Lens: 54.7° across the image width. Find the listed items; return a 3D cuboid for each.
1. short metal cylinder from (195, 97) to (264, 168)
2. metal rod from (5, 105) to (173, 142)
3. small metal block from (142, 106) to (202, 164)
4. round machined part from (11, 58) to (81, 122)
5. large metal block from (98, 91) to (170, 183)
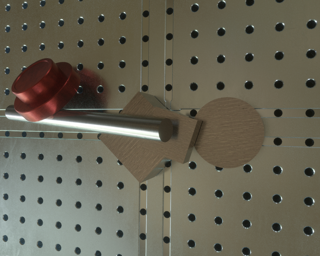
[{"bbox_3d":[0.083,0.005,0.370,0.080,0.050,0.079,0,90,19],"label":"short metal cylinder"},{"bbox_3d":[-0.114,-0.011,0.405,0.300,0.025,0.025,6,92,36],"label":"metal rod"},{"bbox_3d":[0.014,0.007,0.351,0.050,0.025,0.050,20,96,18],"label":"small metal block"},{"bbox_3d":[-0.164,-0.059,0.431,0.098,0.042,0.098,-18,44,19],"label":"round machined part"},{"bbox_3d":[-0.017,0.011,0.402,0.080,0.050,0.080,45,104,14],"label":"large metal block"}]
